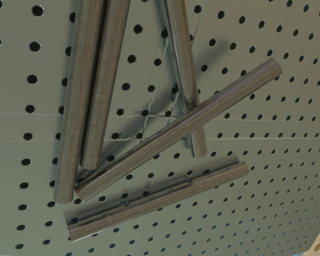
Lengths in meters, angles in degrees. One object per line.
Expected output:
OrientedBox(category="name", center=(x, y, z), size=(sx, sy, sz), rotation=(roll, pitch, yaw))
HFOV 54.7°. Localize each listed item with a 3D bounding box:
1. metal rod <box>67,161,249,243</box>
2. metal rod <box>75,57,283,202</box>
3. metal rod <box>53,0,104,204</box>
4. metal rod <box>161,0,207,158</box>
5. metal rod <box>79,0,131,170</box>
OrientedBox(category="metal rod", center=(0.009, 0.109, 0.485), size=(0.302, 0.025, 0.025), rotation=(-16, 125, -20))
OrientedBox(category="metal rod", center=(0.021, 0.004, 0.399), size=(0.301, 0.025, 0.025), rotation=(-33, 130, 4))
OrientedBox(category="metal rod", center=(-0.089, -0.041, 0.337), size=(0.025, 0.025, 0.298), rotation=(1, 118, -29))
OrientedBox(category="metal rod", center=(0.029, -0.079, 0.379), size=(0.025, 0.025, 0.298), rotation=(-25, 128, -14))
OrientedBox(category="metal rod", center=(-0.054, -0.086, 0.329), size=(0.025, 0.025, 0.298), rotation=(1, 118, -29))
